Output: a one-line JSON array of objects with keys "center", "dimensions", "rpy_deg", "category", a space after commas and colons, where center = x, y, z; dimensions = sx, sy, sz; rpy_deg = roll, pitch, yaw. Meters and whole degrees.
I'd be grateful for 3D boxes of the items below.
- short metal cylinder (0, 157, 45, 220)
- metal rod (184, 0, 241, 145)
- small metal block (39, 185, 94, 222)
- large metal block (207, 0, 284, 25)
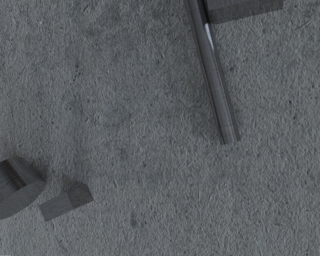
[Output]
[{"center": [-0.219, 0.088, 0.455], "dimensions": [0.050, 0.080, 0.080], "rpy_deg": [46, 104, 14], "category": "short metal cylinder"}, {"center": [0.052, -0.127, 0.390], "dimensions": [0.025, 0.025, 0.298], "rpy_deg": [-15, 85, 19], "category": "metal rod"}, {"center": [-0.132, 0.107, 0.441], "dimensions": [0.050, 0.050, 0.025], "rpy_deg": [-27, 81, 17], "category": "small metal block"}, {"center": [0.096, -0.177, 0.362], "dimensions": [0.080, 0.050, 0.080], "rpy_deg": [-7, 88, 19], "category": "large metal block"}]
